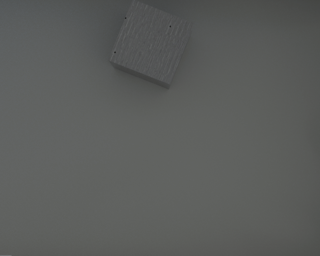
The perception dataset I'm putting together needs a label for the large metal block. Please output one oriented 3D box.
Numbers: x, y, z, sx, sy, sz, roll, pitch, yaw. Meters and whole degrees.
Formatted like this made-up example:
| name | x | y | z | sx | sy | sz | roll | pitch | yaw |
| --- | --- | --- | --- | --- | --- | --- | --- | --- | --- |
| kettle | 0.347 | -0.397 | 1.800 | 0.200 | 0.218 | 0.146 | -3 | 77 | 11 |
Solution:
| name | x | y | z | sx | sy | sz | roll | pitch | yaw |
| --- | --- | --- | --- | --- | --- | --- | --- | --- | --- |
| large metal block | -0.010 | -0.104 | 0.399 | 0.080 | 0.050 | 0.080 | 22 | 90 | -1 |
